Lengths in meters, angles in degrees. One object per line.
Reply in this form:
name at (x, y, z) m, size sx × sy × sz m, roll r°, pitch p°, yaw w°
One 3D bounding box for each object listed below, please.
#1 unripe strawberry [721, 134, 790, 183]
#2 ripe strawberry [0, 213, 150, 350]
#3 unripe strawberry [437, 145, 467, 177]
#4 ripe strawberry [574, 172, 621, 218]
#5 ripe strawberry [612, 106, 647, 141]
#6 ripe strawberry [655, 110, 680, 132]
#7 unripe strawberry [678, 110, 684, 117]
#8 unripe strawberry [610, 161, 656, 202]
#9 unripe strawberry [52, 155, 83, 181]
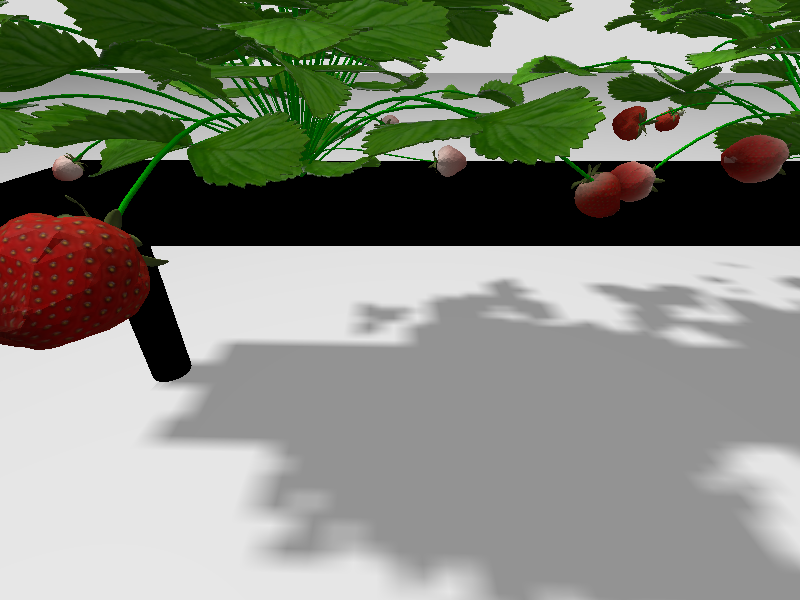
unripe strawberry at (0.277, -0.111, 0.317) m, size 0.037 × 0.037 × 0.041 m, roll -8°, pitch 32°, yaw -11°
ripe strawberry at (-0.113, -0.004, 0.131) m, size 0.050 × 0.045 × 0.045 m, roll 3°, pitch 42°, yaw 6°
unripe strawberry at (0.045, -0.119, 0.343) m, size 0.026 × 0.025 × 0.024 m, roll -1°, pitch 31°, yaw -2°
ripe strawberry at (0.128, -0.066, 0.256) m, size 0.028 × 0.028 × 0.026 m, roll -35°, pitch 8°, yaw 38°
ripe strawberry at (0.280, -0.217, 0.491) m, size 0.034 × 0.039 × 0.037 m, roll -14°, pitch 31°, yaw -21°
ripe strawberry at (0.367, -0.246, 0.553) m, size 0.030 × 0.025 × 0.030 m, roll 0°, pitch -16°, yaw 0°
unripe strawberry at (0.420, -0.280, 0.599) m, size 0.009 × 0.010 × 0.010 m, roll 5°, pitch 31°, yaw 9°
unripe strawberry at (0.156, -0.080, 0.275) m, size 0.028 × 0.027 × 0.030 m, roll -15°, pitch 34°, yaw -13°
unripe strawberry at (-0.272, -0.106, 0.327) m, size 0.022 × 0.019 × 0.022 m, roll -32°, pitch 29°, yaw 13°
